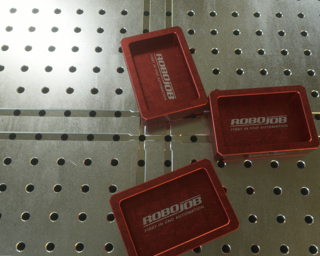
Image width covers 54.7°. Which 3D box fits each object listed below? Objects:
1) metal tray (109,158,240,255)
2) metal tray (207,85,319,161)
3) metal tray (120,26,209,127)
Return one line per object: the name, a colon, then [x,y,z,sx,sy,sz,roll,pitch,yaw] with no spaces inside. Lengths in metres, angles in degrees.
metal tray: [0.016,0.102,0.371,0.131,0.030,0.090,-21,72,-8]
metal tray: [0.133,-0.007,0.413,0.131,0.030,0.090,-4,70,-2]
metal tray: [0.004,-0.075,0.436,0.091,0.030,0.130,-15,71,-6]
